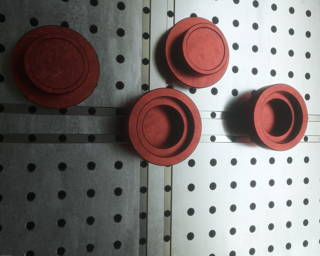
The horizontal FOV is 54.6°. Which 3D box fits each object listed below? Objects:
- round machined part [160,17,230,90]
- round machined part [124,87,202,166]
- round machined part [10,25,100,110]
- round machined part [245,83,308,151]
[{"bbox_3d":[0.053,-0.103,0.423,0.099,0.042,0.097,0,90,-20],"label":"round machined part"},{"bbox_3d":[0.001,-0.002,0.404,0.099,0.042,0.097,0,90,-20],"label":"round machined part"},{"bbox_3d":[-0.119,-0.071,0.359,0.099,0.042,0.097,0,90,-20],"label":"round machined part"},{"bbox_3d":[0.168,-0.015,0.465,0.099,0.042,0.097,0,90,-20],"label":"round machined part"}]
